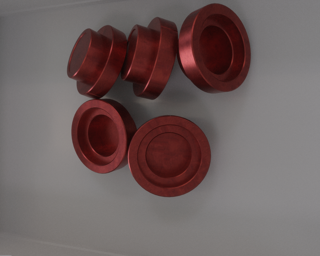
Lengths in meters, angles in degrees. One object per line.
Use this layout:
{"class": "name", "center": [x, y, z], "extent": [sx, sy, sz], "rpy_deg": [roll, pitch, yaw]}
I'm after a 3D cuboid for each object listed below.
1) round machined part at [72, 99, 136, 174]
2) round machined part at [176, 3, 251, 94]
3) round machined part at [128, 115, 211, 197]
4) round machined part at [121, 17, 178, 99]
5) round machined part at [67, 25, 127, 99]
{"class": "round machined part", "center": [-0.070, 0.009, 0.418], "extent": [0.098, 0.042, 0.097], "rpy_deg": [5, 100, 33]}
{"class": "round machined part", "center": [0.058, -0.089, 0.360], "extent": [0.042, 0.099, 0.097], "rpy_deg": [-2, 89, 52]}
{"class": "round machined part", "center": [0.010, 0.032, 0.385], "extent": [0.099, 0.042, 0.097], "rpy_deg": [0, 94, -4]}
{"class": "round machined part", "center": [-0.018, -0.086, 0.376], "extent": [0.042, 0.098, 0.097], "rpy_deg": [12, 95, -20]}
{"class": "round machined part", "center": [-0.088, -0.090, 0.406], "extent": [0.098, 0.042, 0.098], "rpy_deg": [-29, 51, 44]}
